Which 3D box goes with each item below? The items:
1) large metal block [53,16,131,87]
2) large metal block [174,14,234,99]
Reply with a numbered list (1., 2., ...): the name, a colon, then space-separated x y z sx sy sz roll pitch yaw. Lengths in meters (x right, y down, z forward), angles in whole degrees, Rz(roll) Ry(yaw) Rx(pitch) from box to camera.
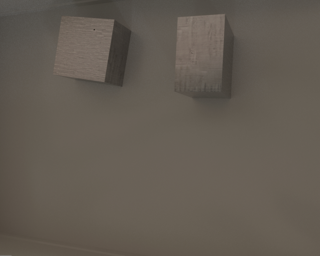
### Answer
1. large metal block: -0.093 -0.105 0.429 0.080 0.050 0.079 11 94 19
2. large metal block: 0.054 -0.078 0.362 0.050 0.080 0.079 3 91 20
